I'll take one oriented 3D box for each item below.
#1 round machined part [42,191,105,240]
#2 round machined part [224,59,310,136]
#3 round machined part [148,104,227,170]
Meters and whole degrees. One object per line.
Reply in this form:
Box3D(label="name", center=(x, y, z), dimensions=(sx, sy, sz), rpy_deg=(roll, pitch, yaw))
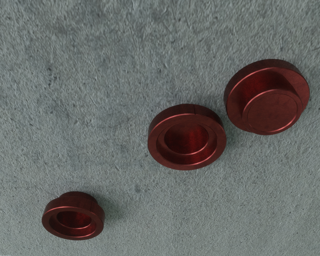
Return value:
Box3D(label="round machined part", center=(-0.141, 0.143, 0.516), dimensions=(0.099, 0.042, 0.097), rpy_deg=(0, 130, 0))
Box3D(label="round machined part", center=(0.129, -0.029, 0.372), dimensions=(0.099, 0.042, 0.097), rpy_deg=(0, 130, 0))
Box3D(label="round machined part", center=(0.034, 0.007, 0.402), dimensions=(0.099, 0.042, 0.097), rpy_deg=(0, 130, 0))
